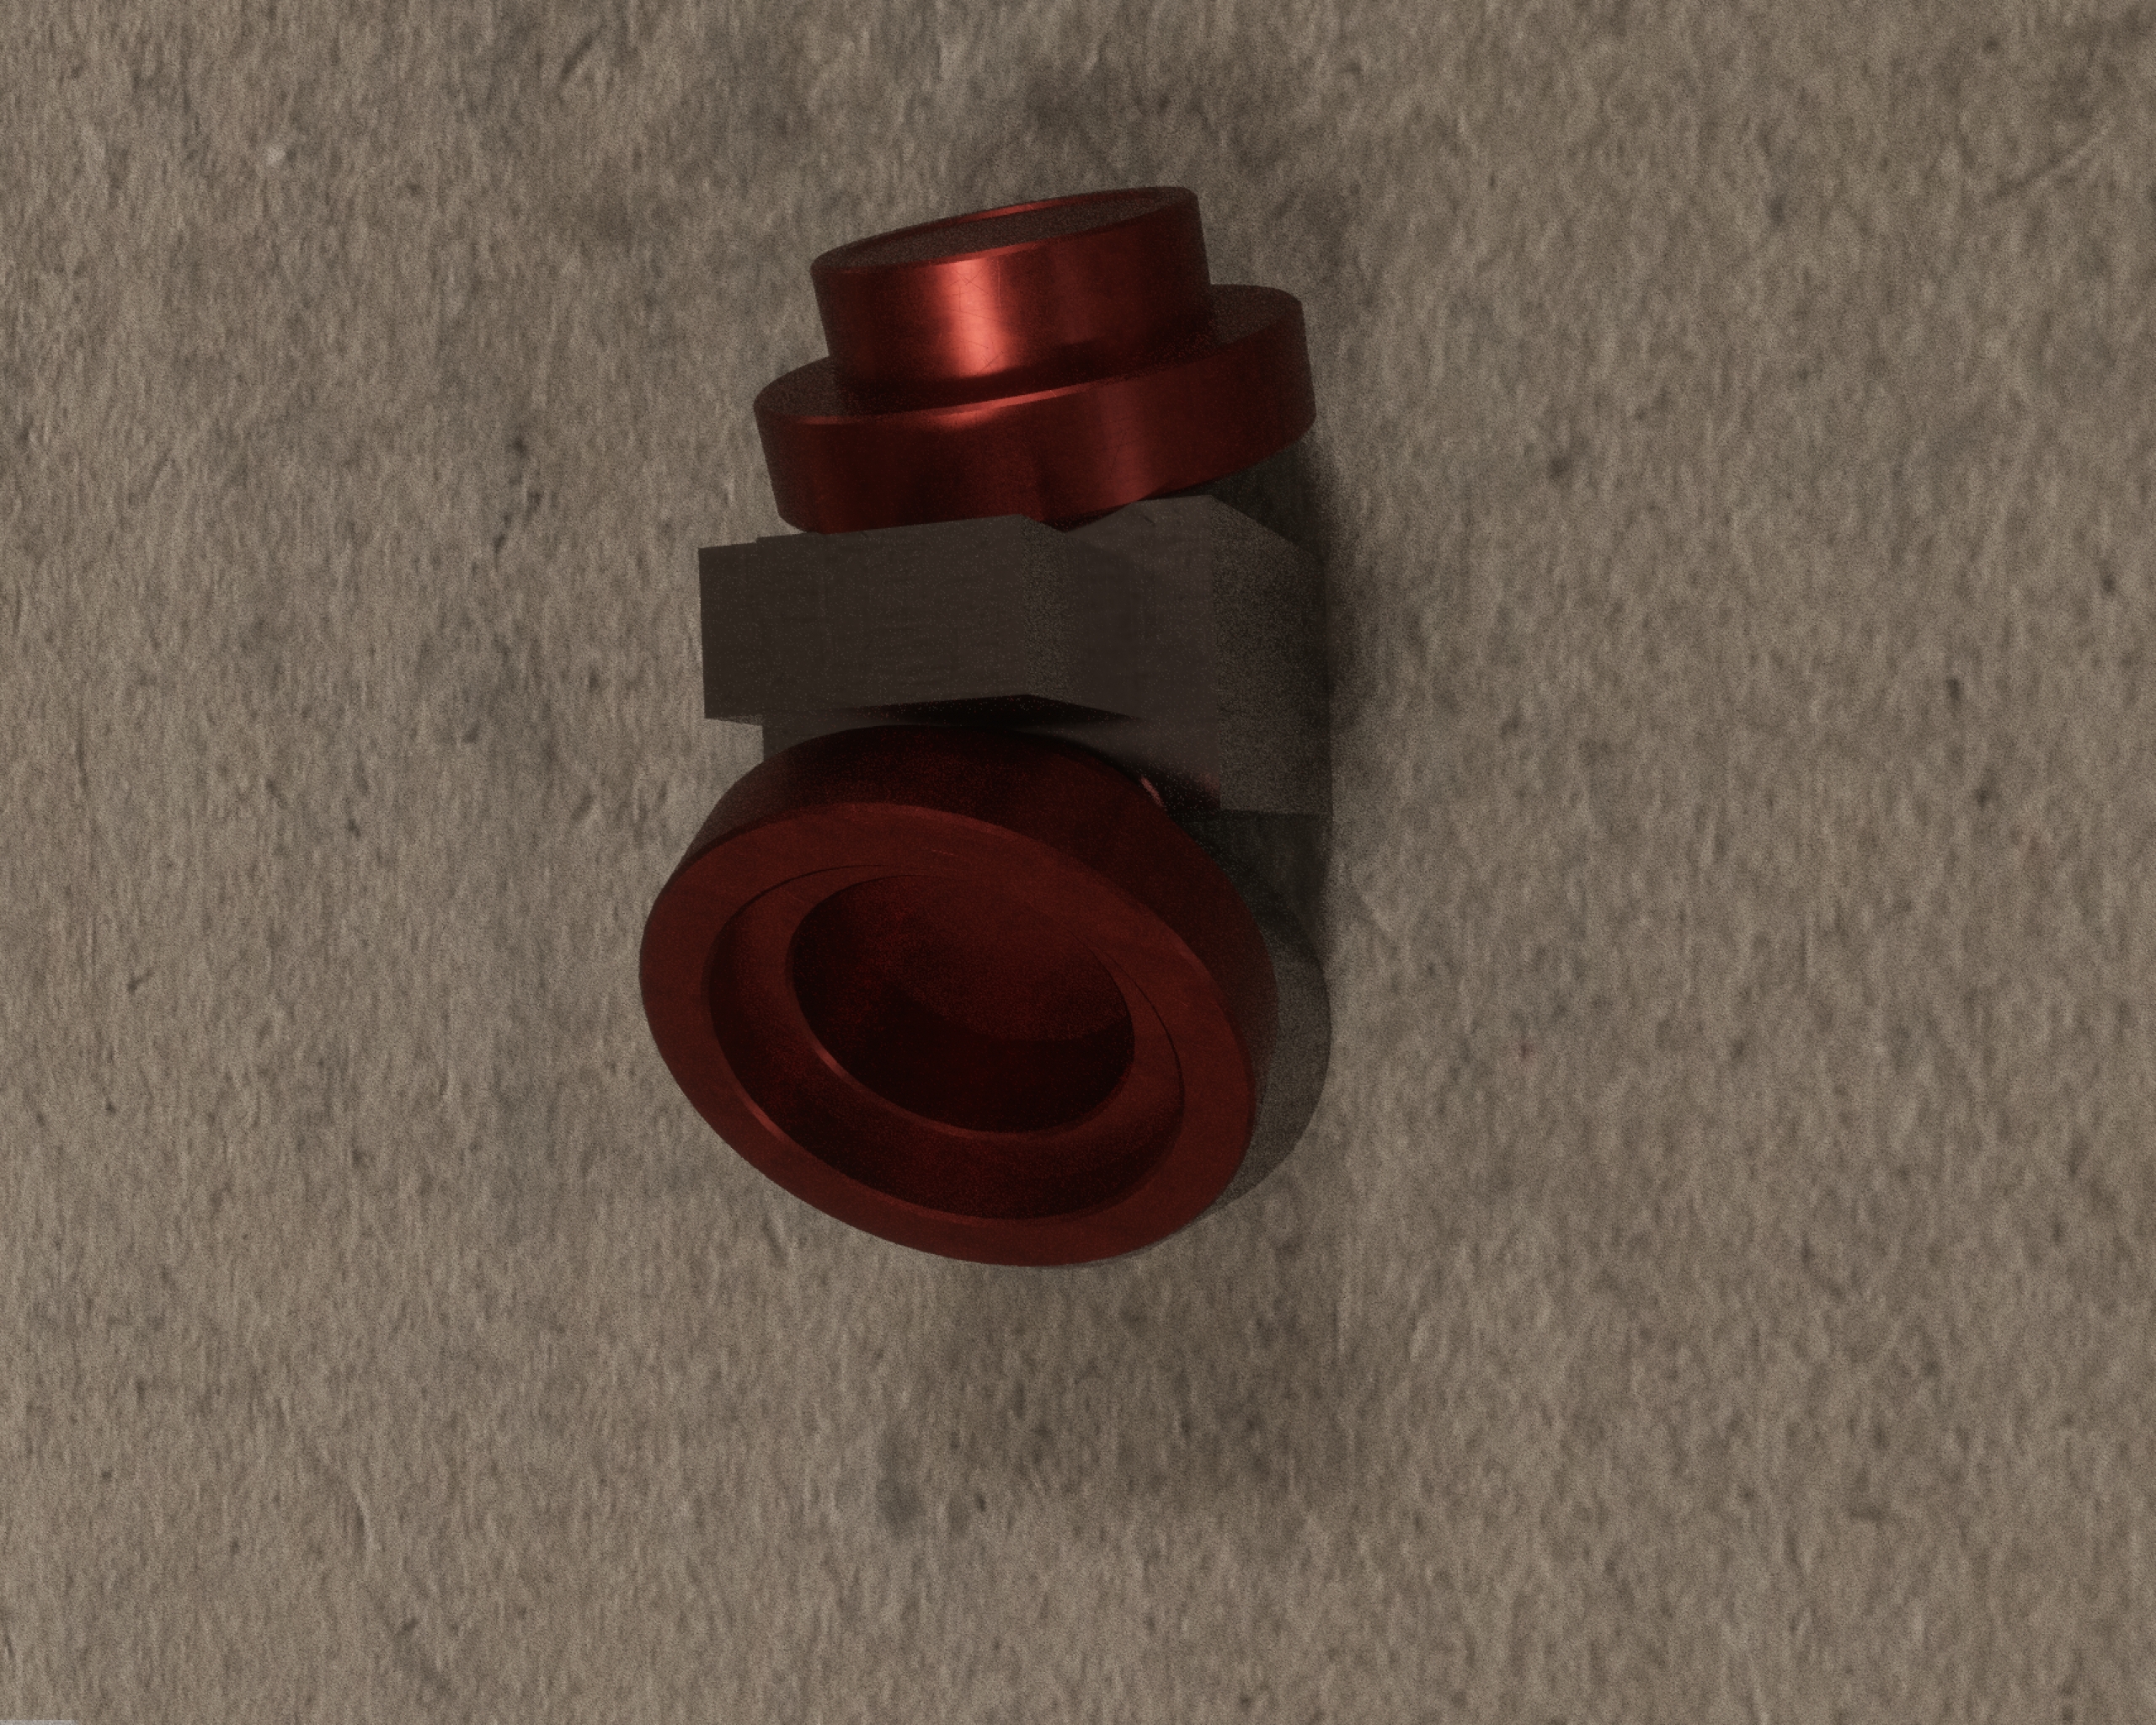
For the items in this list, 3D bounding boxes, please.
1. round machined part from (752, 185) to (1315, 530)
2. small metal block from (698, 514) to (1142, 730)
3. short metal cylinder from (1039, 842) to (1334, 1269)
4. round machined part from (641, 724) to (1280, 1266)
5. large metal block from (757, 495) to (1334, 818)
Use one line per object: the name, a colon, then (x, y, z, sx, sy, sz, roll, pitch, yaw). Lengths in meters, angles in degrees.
round machined part: (-0.010, -0.092, 0.370, 0.098, 0.098, 0.042, -2, 114, 19)
small metal block: (-0.023, -0.034, 0.318, 0.050, 0.050, 0.025, -3, 89, 20)
short metal cylinder: (0.003, 0.033, 0.396, 0.080, 0.050, 0.079, 0, 90, 19)
round machined part: (-0.016, 0.017, 0.336, 0.098, 0.042, 0.097, 9, 131, 11)
large metal block: (-0.003, -0.032, 0.380, 0.080, 0.080, 0.050, -2, 90, 19)
